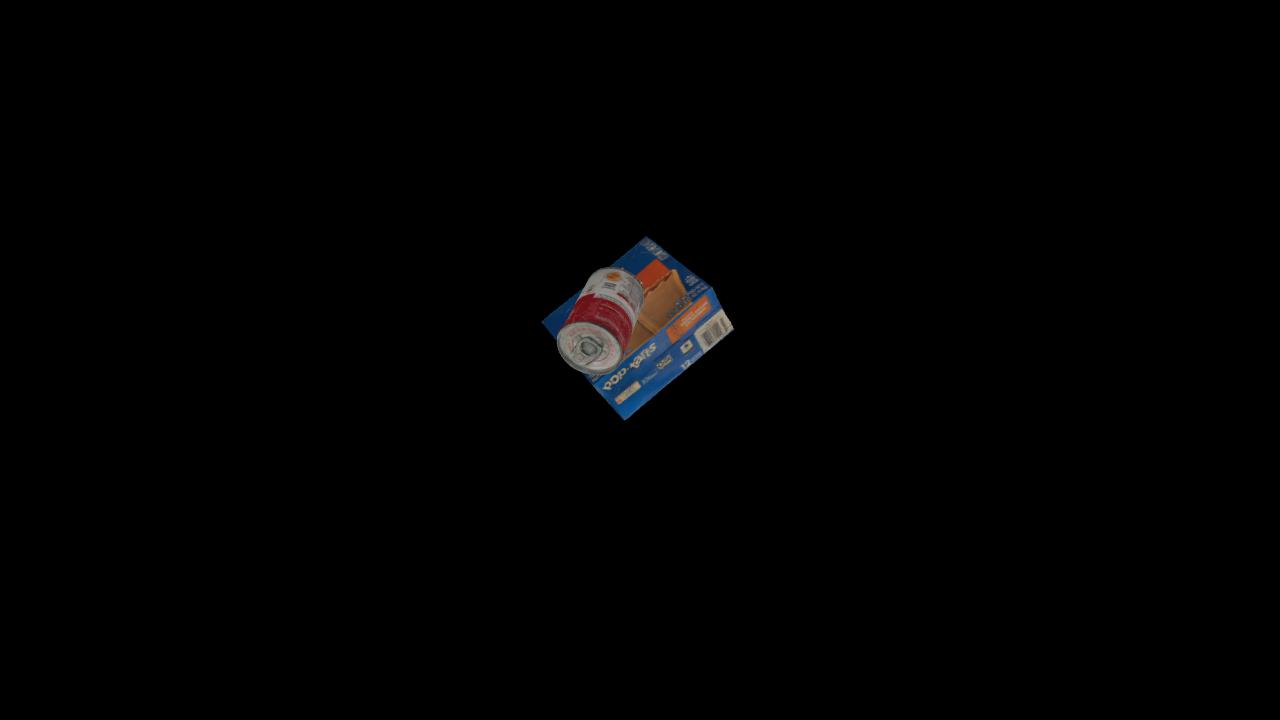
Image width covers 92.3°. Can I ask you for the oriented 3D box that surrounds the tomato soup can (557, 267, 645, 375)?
[{"bbox_3d":[-0.037,-0.043,0.631,0.068,0.068,0.101,0,41,18],"label":"tomato soup can"}]

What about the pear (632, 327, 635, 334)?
[{"bbox_3d":[-0.019,-0.028,0.697,0.080,0.080,0.111,0,-18,45],"label":"pear"}]

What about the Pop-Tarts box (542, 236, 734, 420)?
[{"bbox_3d":[-0.005,-0.041,0.718,0.141,0.167,0.083,47,-5,43],"label":"Pop-Tarts box"}]
